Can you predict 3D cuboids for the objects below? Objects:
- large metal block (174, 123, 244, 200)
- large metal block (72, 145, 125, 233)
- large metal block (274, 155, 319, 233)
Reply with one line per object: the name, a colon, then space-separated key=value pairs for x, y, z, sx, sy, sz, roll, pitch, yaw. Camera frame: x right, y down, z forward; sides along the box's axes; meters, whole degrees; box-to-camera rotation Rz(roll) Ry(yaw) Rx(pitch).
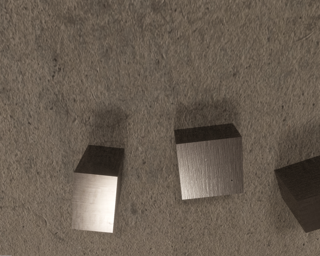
large metal block: x=0.064 y=0.044 z=0.414 sx=0.080 sy=0.050 sz=0.079 roll=-7 pitch=110 yaw=2
large metal block: x=-0.079 y=0.077 z=0.408 sx=0.050 sy=0.080 sz=0.079 roll=7 pitch=110 yaw=-3
large metal block: x=0.212 y=0.083 z=0.414 sx=0.080 sy=0.080 sz=0.050 roll=-20 pitch=109 yaw=7
